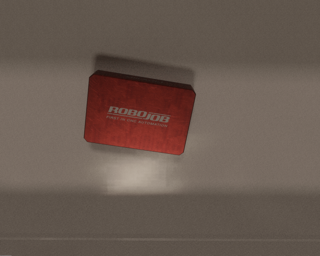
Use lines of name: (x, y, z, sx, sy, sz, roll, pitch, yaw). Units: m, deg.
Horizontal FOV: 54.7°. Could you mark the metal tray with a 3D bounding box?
metal tray: (-0.027, -0.019, 0.401, 0.131, 0.030, 0.089, 9, 110, -4)
